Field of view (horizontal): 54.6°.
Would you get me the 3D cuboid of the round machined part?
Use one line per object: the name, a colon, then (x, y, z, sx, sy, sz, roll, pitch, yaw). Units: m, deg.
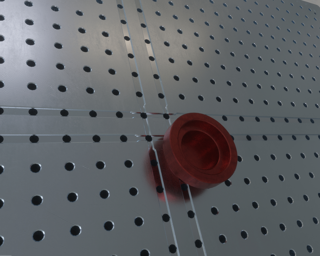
round machined part: (0.048, 0.032, 0.403, 0.099, 0.042, 0.098, 13, 56, -21)
